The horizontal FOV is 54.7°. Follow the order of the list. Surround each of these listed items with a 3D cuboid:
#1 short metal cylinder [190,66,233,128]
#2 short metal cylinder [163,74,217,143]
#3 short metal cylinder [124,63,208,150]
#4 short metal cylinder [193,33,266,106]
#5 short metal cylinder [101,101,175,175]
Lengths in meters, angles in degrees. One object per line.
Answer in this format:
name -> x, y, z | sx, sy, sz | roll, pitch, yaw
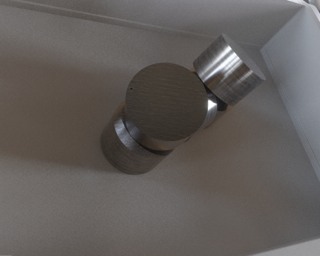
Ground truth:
short metal cylinder -> 0.063, -0.046, 0.451 | 0.081, 0.050, 0.080 | 14, 56, -21
short metal cylinder -> 0.026, -0.026, 0.400 | 0.050, 0.080, 0.080 | -34, 81, -38
short metal cylinder -> 0.004, -0.020, 0.321 | 0.081, 0.050, 0.080 | 2, 75, -8
short metal cylinder -> 0.089, -0.075, 0.400 | 0.080, 0.050, 0.080 | 35, 29, -23
short metal cylinder -> -0.024, 0.009, 0.370 | 0.081, 0.050, 0.080 | 14, 56, -21
